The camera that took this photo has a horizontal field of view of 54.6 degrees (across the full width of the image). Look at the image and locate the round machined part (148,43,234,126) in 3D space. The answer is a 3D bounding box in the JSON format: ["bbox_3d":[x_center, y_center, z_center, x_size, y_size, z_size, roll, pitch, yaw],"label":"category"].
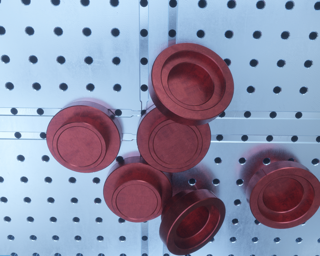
[{"bbox_3d":[0.034,-0.048,0.369,0.099,0.042,0.098,4,70,-12],"label":"round machined part"}]

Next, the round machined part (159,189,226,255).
[{"bbox_3d":[0.041,0.126,0.436,0.099,0.042,0.097,-16,124,-26],"label":"round machined part"}]

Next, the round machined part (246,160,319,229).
[{"bbox_3d":[0.170,0.089,0.438,0.099,0.042,0.097,0,110,0],"label":"round machined part"}]

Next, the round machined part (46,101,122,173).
[{"bbox_3d":[-0.101,0.017,0.410,0.099,0.042,0.097,0,110,0],"label":"round machined part"}]

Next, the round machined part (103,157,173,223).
[{"bbox_3d":[-0.031,0.093,0.438,0.099,0.042,0.097,0,110,0],"label":"round machined part"}]

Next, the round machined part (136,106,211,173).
[{"bbox_3d":[0.018,0.015,0.405,0.099,0.042,0.097,-1,106,-3],"label":"round machined part"}]
